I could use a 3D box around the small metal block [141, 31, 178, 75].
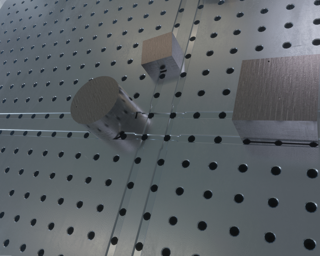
[{"bbox_3d":[0.000,-0.116,0.479,0.050,0.025,0.050,-12,57,21],"label":"small metal block"}]

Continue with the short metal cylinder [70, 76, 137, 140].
[{"bbox_3d":[-0.082,-0.029,0.453,0.080,0.050,0.080,-13,56,21],"label":"short metal cylinder"}]

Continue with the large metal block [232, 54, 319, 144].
[{"bbox_3d":[0.131,-0.031,0.342,0.080,0.050,0.080,1,62,29],"label":"large metal block"}]
